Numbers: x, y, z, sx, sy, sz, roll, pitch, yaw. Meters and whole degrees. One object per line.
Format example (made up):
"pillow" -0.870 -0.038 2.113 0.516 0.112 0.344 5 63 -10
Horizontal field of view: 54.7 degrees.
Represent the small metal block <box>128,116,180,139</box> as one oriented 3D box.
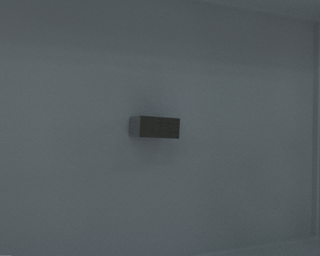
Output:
"small metal block" -0.008 -0.001 0.391 0.050 0.050 0.025 3 89 -20
